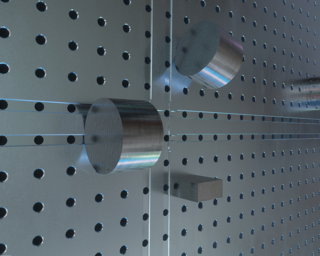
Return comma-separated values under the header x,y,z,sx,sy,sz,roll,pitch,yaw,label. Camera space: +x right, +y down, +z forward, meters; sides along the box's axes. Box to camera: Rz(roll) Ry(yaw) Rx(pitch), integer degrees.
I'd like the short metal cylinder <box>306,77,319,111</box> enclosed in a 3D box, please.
x,y,z,sx,sy,sz,roll,pitch,yaw,label
0.378,-0.080,0.709,0.081,0.050,0.080,0,90,-40,short metal cylinder

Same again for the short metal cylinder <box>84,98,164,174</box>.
x,y,z,sx,sy,sz,roll,pitch,yaw,label
-0.041,0.008,0.339,0.050,0.080,0.080,0,90,-40,short metal cylinder

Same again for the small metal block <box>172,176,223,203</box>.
x,y,z,sx,sy,sz,roll,pitch,yaw,label
0.052,0.084,0.437,0.050,0.050,0.025,0,90,-40,small metal block

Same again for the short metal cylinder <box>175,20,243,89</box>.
x,y,z,sx,sy,sz,roll,pitch,yaw,label
0.067,-0.100,0.429,0.050,0.080,0.080,21,77,-38,short metal cylinder
